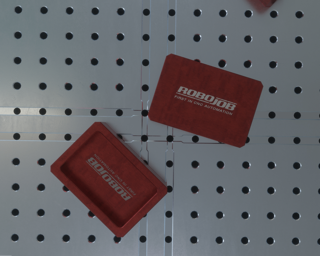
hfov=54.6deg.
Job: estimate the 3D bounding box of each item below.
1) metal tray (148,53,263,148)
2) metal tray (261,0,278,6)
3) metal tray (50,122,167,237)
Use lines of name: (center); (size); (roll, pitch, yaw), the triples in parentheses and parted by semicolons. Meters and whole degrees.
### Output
metal tray: (0.058, -0.035, 0.411); (0.131, 0.030, 0.090); (17, 90, 0)
metal tray: (0.138, -0.241, 0.411); (0.090, 0.030, 0.130); (-43, 90, 0)
metal tray: (-0.065, 0.066, 0.410); (0.130, 0.030, 0.090); (45, 90, 0)
